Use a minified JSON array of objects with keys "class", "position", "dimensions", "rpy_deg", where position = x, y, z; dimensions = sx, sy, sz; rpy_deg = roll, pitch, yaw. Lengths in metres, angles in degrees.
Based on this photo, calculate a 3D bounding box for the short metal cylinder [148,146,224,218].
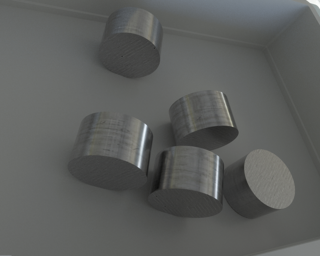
[{"class":"short metal cylinder","position":[0.030,0.062,0.348],"dimensions":[0.080,0.080,0.050],"rpy_deg":[21,54,-16]}]

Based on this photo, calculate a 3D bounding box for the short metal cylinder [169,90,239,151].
[{"class":"short metal cylinder","position":[0.056,-0.006,0.404],"dimensions":[0.081,0.080,0.050],"rpy_deg":[3,61,-27]}]

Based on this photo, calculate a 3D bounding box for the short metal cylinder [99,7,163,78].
[{"class":"short metal cylinder","position":[-0.038,-0.114,0.419],"dimensions":[0.081,0.080,0.050],"rpy_deg":[18,55,-18]}]

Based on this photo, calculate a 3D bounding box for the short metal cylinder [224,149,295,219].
[{"class":"short metal cylinder","position":[0.130,0.075,0.414],"dimensions":[0.081,0.050,0.080],"rpy_deg":[14,56,-21]}]

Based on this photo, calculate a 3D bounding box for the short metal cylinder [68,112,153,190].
[{"class":"short metal cylinder","position":[-0.050,0.027,0.327],"dimensions":[0.080,0.080,0.050],"rpy_deg":[19,55,-17]}]
